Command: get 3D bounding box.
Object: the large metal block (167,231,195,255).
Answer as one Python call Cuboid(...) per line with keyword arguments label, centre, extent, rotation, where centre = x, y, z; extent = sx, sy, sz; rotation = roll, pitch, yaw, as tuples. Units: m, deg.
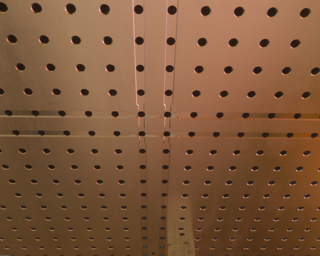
Cuboid(label="large metal block", centre=(0.045, 0.258, 0.597), extent=(0.050, 0.080, 0.080), rotation=(-6, 130, 5))
